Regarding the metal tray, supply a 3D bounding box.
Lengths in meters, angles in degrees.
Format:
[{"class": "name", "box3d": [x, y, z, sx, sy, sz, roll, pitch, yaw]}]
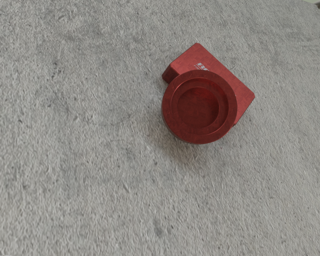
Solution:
[{"class": "metal tray", "box3d": [0.078, -0.065, 0.485, 0.130, 0.030, 0.090, 43, 51, 1]}]

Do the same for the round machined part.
[{"class": "round machined part", "box3d": [0.050, -0.026, 0.419, 0.099, 0.042, 0.097, 1, 84, -5]}]
